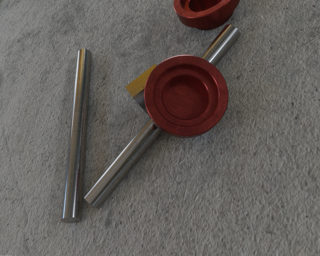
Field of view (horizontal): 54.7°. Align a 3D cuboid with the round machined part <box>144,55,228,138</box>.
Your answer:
[{"bbox_3d":[0.030,-0.036,0.380,0.099,0.042,0.098,0,80,-1],"label":"round machined part"}]

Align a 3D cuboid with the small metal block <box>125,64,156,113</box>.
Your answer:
[{"bbox_3d":[-0.011,-0.050,0.424,0.050,0.050,0.025,-38,51,3],"label":"small metal block"}]

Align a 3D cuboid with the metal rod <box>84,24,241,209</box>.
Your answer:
[{"bbox_3d":[0.008,-0.021,0.412,0.025,0.025,0.300,33,80,38],"label":"metal rod"}]

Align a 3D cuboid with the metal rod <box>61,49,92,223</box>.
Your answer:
[{"bbox_3d":[-0.123,-0.008,0.473,0.025,0.025,0.299,-17,55,18],"label":"metal rod"}]

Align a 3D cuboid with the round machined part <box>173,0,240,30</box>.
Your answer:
[{"bbox_3d":[0.074,-0.188,0.470,0.098,0.042,0.098,-13,56,21],"label":"round machined part"}]
